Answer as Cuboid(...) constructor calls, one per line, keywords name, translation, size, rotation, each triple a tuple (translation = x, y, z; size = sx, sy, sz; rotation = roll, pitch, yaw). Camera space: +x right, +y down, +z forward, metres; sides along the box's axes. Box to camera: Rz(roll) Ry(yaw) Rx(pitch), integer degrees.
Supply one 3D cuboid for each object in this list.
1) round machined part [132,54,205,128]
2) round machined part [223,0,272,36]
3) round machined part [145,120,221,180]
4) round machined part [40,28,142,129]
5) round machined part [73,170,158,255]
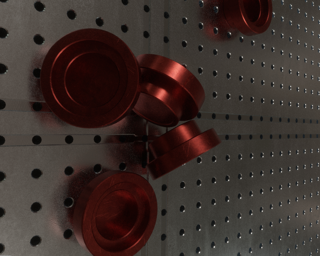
Cuboid(name="round machined part", translation=(-0.001, -0.037, 0.363), size=(0.098, 0.098, 0.042), rotation=(44, 63, -32))
Cuboid(name="round machined part", translation=(0.145, -0.204, 0.522), size=(0.099, 0.042, 0.097), rotation=(0, 90, -40))
Cuboid(name="round machined part", translation=(0.024, 0.024, 0.390), size=(0.099, 0.098, 0.042), rotation=(-24, 81, -38))
Cuboid(name="round machined part", translation=(-0.067, -0.048, 0.321), size=(0.042, 0.099, 0.097), rotation=(2, 89, -85))
Cuboid(name="round machined part", translation=(-0.054, 0.097, 0.355), size=(0.099, 0.042, 0.097), rotation=(0, 90, -40))
